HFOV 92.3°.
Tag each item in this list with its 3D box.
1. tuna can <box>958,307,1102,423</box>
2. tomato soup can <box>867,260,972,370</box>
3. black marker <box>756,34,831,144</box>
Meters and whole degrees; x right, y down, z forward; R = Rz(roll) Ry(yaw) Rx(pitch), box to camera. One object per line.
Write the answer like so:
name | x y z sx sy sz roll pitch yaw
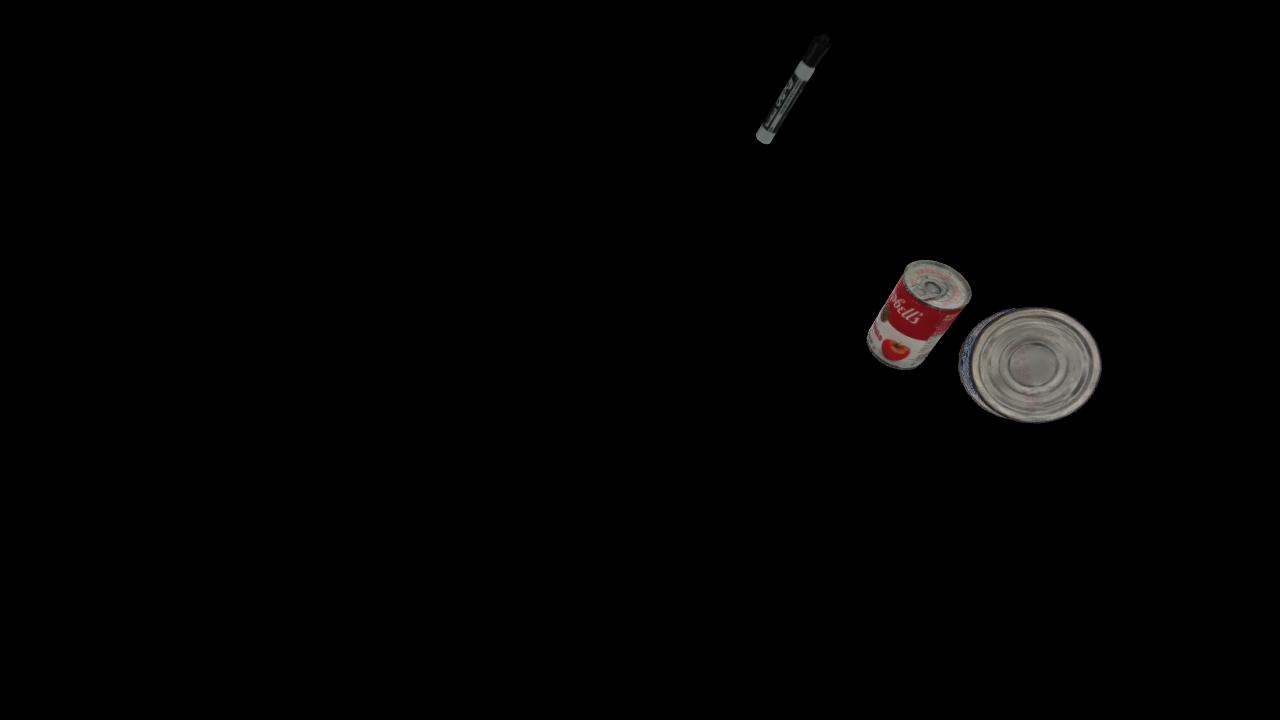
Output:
tuna can | 0.280 0.003 0.445 0.084 0.084 0.034 0 1 16
tomato soup can | 0.287 -0.045 0.642 0.068 0.068 0.101 0 -37 -6
black marker | 0.155 -0.275 0.628 0.020 0.020 0.121 0 -31 -23
